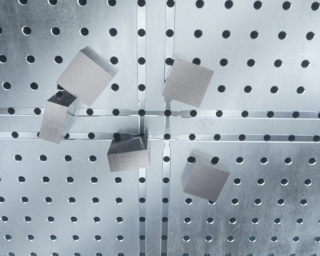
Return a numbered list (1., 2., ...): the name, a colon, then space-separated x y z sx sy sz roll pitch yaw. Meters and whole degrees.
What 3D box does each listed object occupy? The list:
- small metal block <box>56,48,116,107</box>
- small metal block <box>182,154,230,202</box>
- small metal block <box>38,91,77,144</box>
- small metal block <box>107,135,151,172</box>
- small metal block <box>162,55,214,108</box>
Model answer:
1. small metal block: -0.092 -0.063 0.389 0.050 0.025 0.050 38 105 -13
2. small metal block: 0.064 0.072 0.441 0.050 0.025 0.050 19 109 -7
3. small metal block: -0.128 -0.015 0.393 0.025 0.050 0.050 17 109 -7
4. small metal block: -0.039 0.033 0.412 0.050 0.050 0.025 -7 110 2
5. small metal block: 0.034 -0.059 0.392 0.050 0.025 0.050 18 109 -7
